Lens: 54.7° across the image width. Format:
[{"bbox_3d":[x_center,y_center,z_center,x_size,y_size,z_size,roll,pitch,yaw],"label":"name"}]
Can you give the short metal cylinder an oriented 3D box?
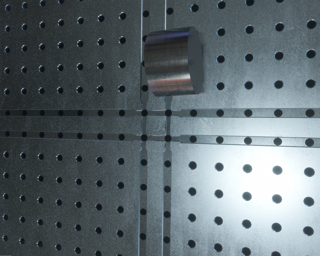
[{"bbox_3d":[0.019,-0.079,0.376,0.050,0.080,0.079,-2,90,20],"label":"short metal cylinder"}]
